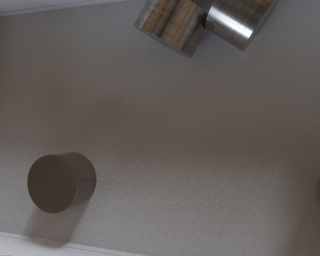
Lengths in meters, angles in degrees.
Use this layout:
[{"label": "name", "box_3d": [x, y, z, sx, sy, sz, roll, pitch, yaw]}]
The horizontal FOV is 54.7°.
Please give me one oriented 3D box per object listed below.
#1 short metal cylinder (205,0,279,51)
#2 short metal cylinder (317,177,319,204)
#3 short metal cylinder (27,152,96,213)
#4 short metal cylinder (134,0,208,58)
[{"label": "short metal cylinder", "box_3d": [0.094, -0.133, 0.345, 0.050, 0.080, 0.080, 36, 101, 9]}, {"label": "short metal cylinder", "box_3d": [0.212, 0.073, 0.323, 0.080, 0.050, 0.079, 0, 90, 19]}, {"label": "short metal cylinder", "box_3d": [-0.140, 0.076, 0.445, 0.080, 0.050, 0.079, 0, 90, 19]}, {"label": "short metal cylinder", "box_3d": [0.016, -0.126, 0.375, 0.080, 0.080, 0.050, 32, 101, 17]}]
